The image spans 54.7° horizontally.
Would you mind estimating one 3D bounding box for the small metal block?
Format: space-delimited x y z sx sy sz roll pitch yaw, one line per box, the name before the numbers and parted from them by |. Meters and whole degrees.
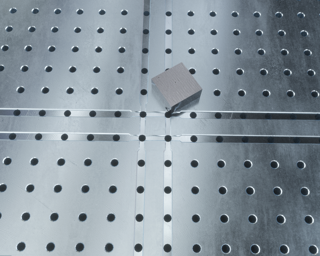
small metal block | 0.023 -0.056 0.432 0.050 0.025 0.050 -31 73 -11
